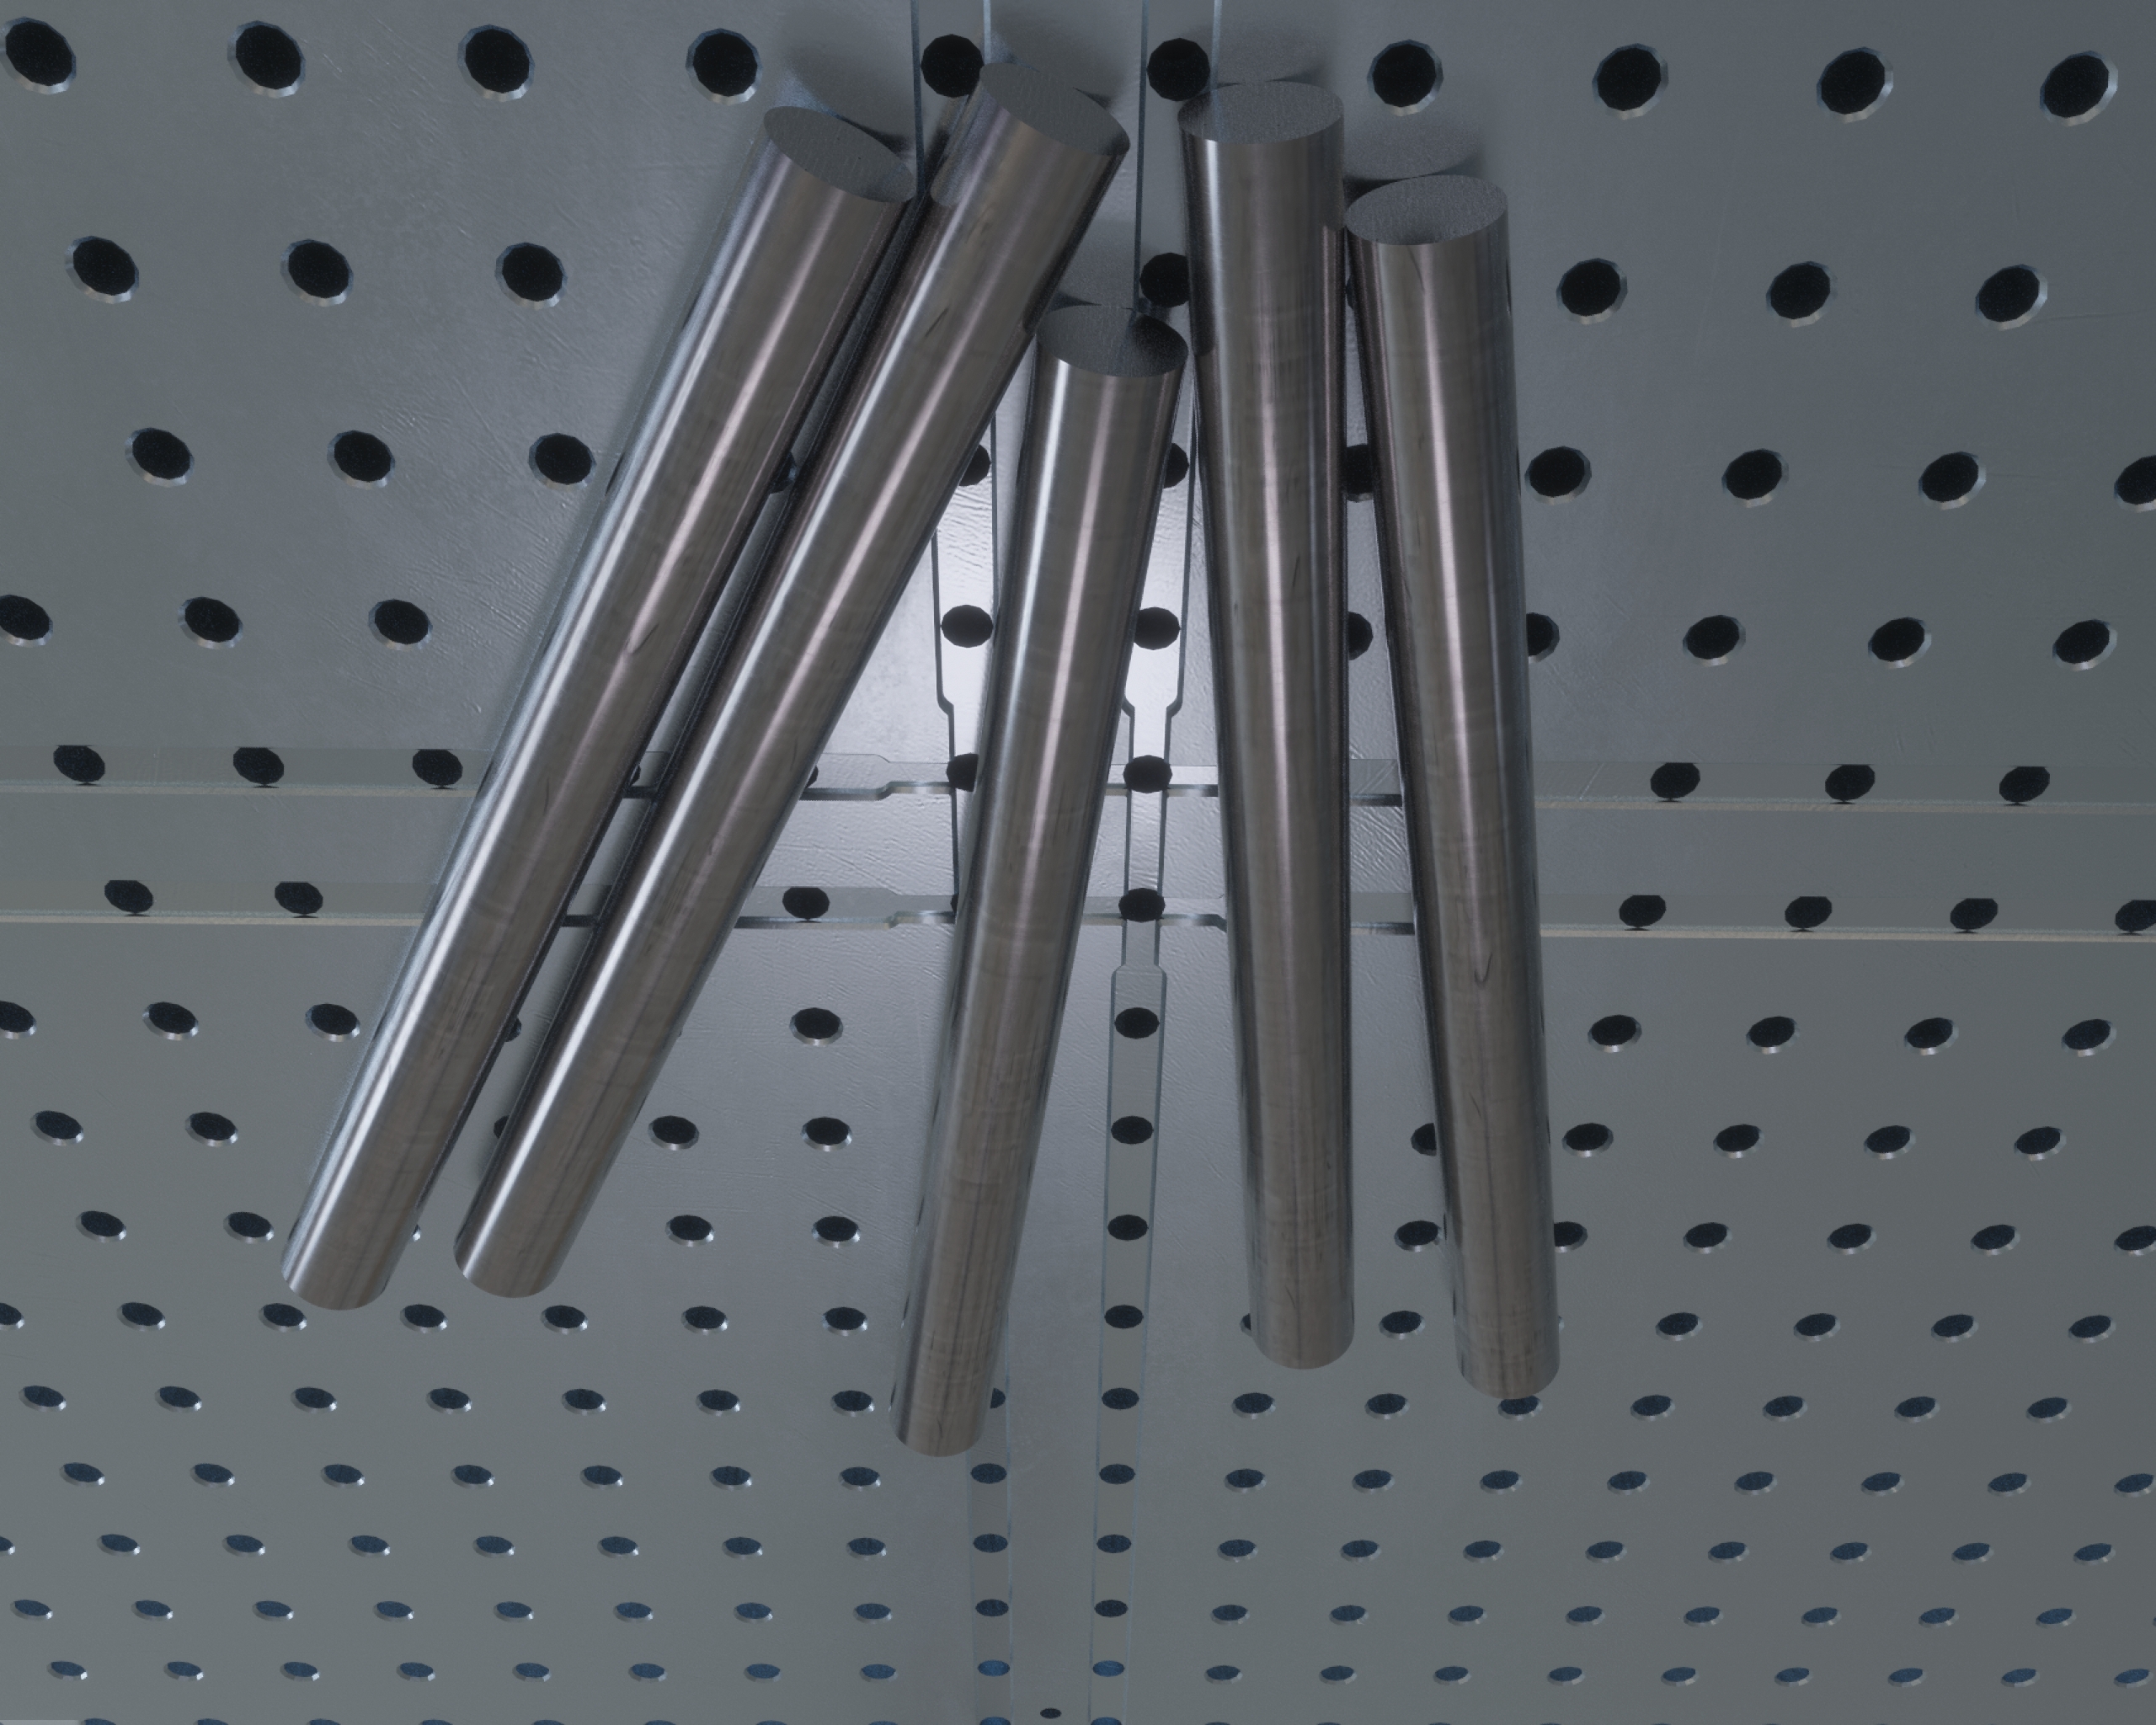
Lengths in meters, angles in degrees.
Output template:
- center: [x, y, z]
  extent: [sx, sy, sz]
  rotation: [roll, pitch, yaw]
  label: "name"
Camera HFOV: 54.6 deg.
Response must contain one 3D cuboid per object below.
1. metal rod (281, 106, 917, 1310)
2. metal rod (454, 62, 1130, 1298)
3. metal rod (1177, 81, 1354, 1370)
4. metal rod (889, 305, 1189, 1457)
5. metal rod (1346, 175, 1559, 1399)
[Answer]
- center: [-0.105, -0.007, 0.404]
  extent: [0.025, 0.025, 0.298]
  rotation: [22, 127, -17]
  label: "metal rod"
- center: [-0.068, -0.011, 0.402]
  extent: [0.025, 0.025, 0.298]
  rotation: [20, 127, -16]
  label: "metal rod"
- center: [0.041, 0.000, 0.412]
  extent: [0.025, 0.025, 0.298]
  rotation: [-4, 130, 3]
  label: "metal rod"
- center: [-0.015, 0.028, 0.435]
  extent: [0.025, 0.025, 0.298]
  rotation: [6, 130, -5]
  label: "metal rod"
- center: [0.080, 0.010, 0.420]
  extent: [0.025, 0.025, 0.299]
  rotation: [-8, 130, 6]
  label: "metal rod"
